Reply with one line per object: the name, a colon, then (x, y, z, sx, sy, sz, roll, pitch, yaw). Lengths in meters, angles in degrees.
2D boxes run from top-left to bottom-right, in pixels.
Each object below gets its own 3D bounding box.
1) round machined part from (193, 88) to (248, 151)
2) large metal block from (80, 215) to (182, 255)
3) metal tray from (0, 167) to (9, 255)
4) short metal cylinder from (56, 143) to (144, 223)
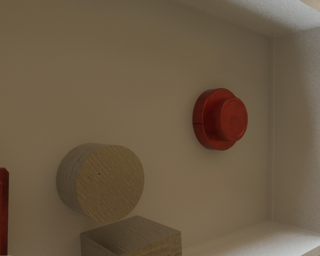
round machined part: (0.100, -0.013, 0.482, 0.099, 0.042, 0.097, 0, 90, -40)
large metal block: (-0.032, 0.141, 0.346, 0.081, 0.080, 0.050, -5, 94, -40)
metal tray: (-0.162, 0.099, 0.238, 0.090, 0.030, 0.129, 2, 88, -75)
short metal cylinder: (-0.064, 0.057, 0.338, 0.081, 0.050, 0.079, 0, 90, -40)
